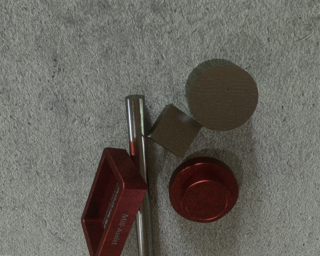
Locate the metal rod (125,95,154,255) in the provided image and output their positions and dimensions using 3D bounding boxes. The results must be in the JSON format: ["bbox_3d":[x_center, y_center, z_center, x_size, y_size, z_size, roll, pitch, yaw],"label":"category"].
[{"bbox_3d":[-0.026,0.100,0.446,0.025,0.025,0.298,-2,110,0],"label":"metal rod"}]

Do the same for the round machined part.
[{"bbox_3d":[0.062,0.093,0.436,0.099,0.042,0.097,0,110,-1],"label":"round machined part"}]

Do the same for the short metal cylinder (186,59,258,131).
[{"bbox_3d":[0.074,-0.042,0.382,0.081,0.050,0.079,0,110,-1],"label":"short metal cylinder"}]

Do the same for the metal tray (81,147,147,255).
[{"bbox_3d":[-0.066,0.102,0.409,0.030,0.090,0.129,10,112,-30],"label":"metal tray"}]

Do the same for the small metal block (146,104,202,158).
[{"bbox_3d":[0.018,0.004,0.402,0.050,0.025,0.050,34,83,-12],"label":"small metal block"}]
